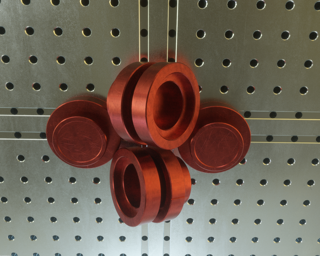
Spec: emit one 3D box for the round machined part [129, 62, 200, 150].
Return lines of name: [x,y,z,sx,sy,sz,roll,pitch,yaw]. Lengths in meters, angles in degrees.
round machined part: [0.002,-0.027,0.357,0.042,0.099,0.097,11,116,39]

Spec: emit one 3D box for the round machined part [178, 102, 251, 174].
round machined part: [0.072,0.018,0.411,0.099,0.042,0.097,0,110,0]

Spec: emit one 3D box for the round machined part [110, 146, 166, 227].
round machined part: [-0.025,0.072,0.396,0.042,0.098,0.097,-3,114,-33]

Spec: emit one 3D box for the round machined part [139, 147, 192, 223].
round machined part: [0.005,0.072,0.411,0.042,0.098,0.097,-3,114,-33]

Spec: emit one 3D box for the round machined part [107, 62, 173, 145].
round machined part: [-0.025,-0.031,0.375,0.042,0.099,0.097,11,116,39]

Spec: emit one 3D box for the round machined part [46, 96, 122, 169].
round machined part: [-0.101,0.011,0.407,0.099,0.042,0.097,0,110,0]
